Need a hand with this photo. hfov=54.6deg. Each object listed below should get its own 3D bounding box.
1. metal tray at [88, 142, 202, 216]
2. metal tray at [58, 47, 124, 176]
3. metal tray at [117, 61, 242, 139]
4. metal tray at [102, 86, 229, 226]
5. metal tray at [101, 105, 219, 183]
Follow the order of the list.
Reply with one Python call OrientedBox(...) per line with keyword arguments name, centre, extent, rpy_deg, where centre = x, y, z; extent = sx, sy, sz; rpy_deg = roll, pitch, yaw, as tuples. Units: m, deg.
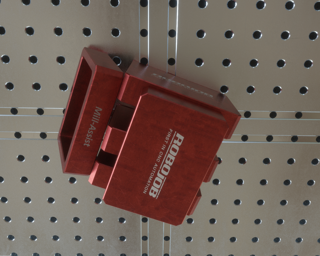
OrientedBox(name="metal tray", centre=(-0.017, 0.057, 0.399), extent=(0.131, 0.090, 0.030), rpy_deg=(20, 109, -8))
OrientedBox(name="metal tray", centre=(-0.087, -0.021, 0.367), extent=(0.030, 0.090, 0.129), rpy_deg=(12, 111, -28))
OrientedBox(name="metal tray", centre=(0.021, -0.036, 0.364), extent=(0.131, 0.090, 0.030), rpy_deg=(20, 109, -7))
OrientedBox(name="metal tray", centre=(0.003, 0.032, 0.326), extent=(0.090, 0.030, 0.129), rpy_deg=(20, 109, -7))
OrientedBox(name="metal tray", centre=(0.000, 0.016, 0.383), extent=(0.131, 0.090, 0.030), rpy_deg=(18, 108, -8))
